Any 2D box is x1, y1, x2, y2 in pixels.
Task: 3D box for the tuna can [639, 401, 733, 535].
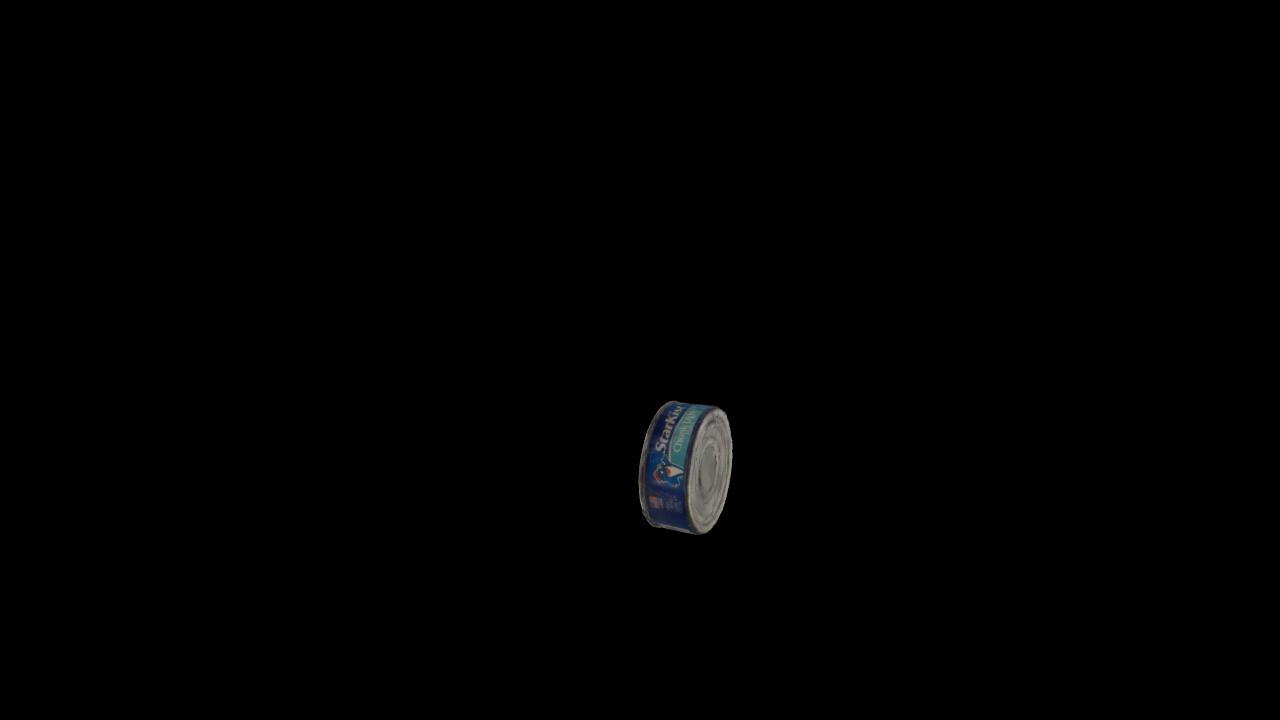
[{"bbox_3d":[0.032,0.070,0.401,0.034,0.084,0.084,4,2,27],"label":"tuna can"}]
